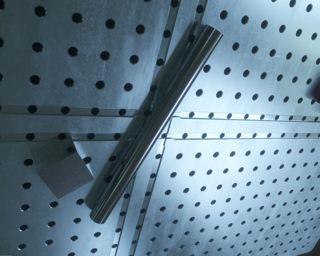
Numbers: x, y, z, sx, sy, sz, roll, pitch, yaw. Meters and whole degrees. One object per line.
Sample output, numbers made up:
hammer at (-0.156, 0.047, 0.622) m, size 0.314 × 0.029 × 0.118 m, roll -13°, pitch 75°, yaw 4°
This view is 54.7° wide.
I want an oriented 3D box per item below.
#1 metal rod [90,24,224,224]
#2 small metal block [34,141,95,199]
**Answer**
metal rod at (-0.011, 0.005, 0.407) m, size 0.025 × 0.025 × 0.299 m, roll 22°, pitch 106°, yaw -36°
small metal block at (-0.116, 0.052, 0.380) m, size 0.050 × 0.025 × 0.050 m, roll -29°, pitch 128°, yaw -10°
